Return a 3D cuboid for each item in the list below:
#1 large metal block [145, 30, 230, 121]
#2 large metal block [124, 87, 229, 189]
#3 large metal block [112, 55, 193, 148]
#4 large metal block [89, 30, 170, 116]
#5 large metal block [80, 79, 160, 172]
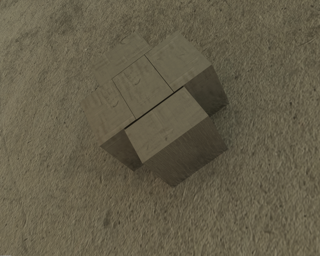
[{"bbox_3d":[0.035,-0.061,0.389,0.050,0.080,0.080,-36,51,4],"label":"large metal block"},{"bbox_3d":[0.021,0.014,0.350,0.080,0.080,0.050,-36,51,4],"label":"large metal block"},{"bbox_3d":[-0.006,-0.031,0.392,0.050,0.080,0.080,-36,51,4],"label":"large metal block"},{"bbox_3d":[-0.036,-0.073,0.433,0.080,0.080,0.050,-36,51,4],"label":"large metal block"},{"bbox_3d":[-0.047,-0.002,0.395,0.050,0.080,0.080,-36,51,4],"label":"large metal block"}]
